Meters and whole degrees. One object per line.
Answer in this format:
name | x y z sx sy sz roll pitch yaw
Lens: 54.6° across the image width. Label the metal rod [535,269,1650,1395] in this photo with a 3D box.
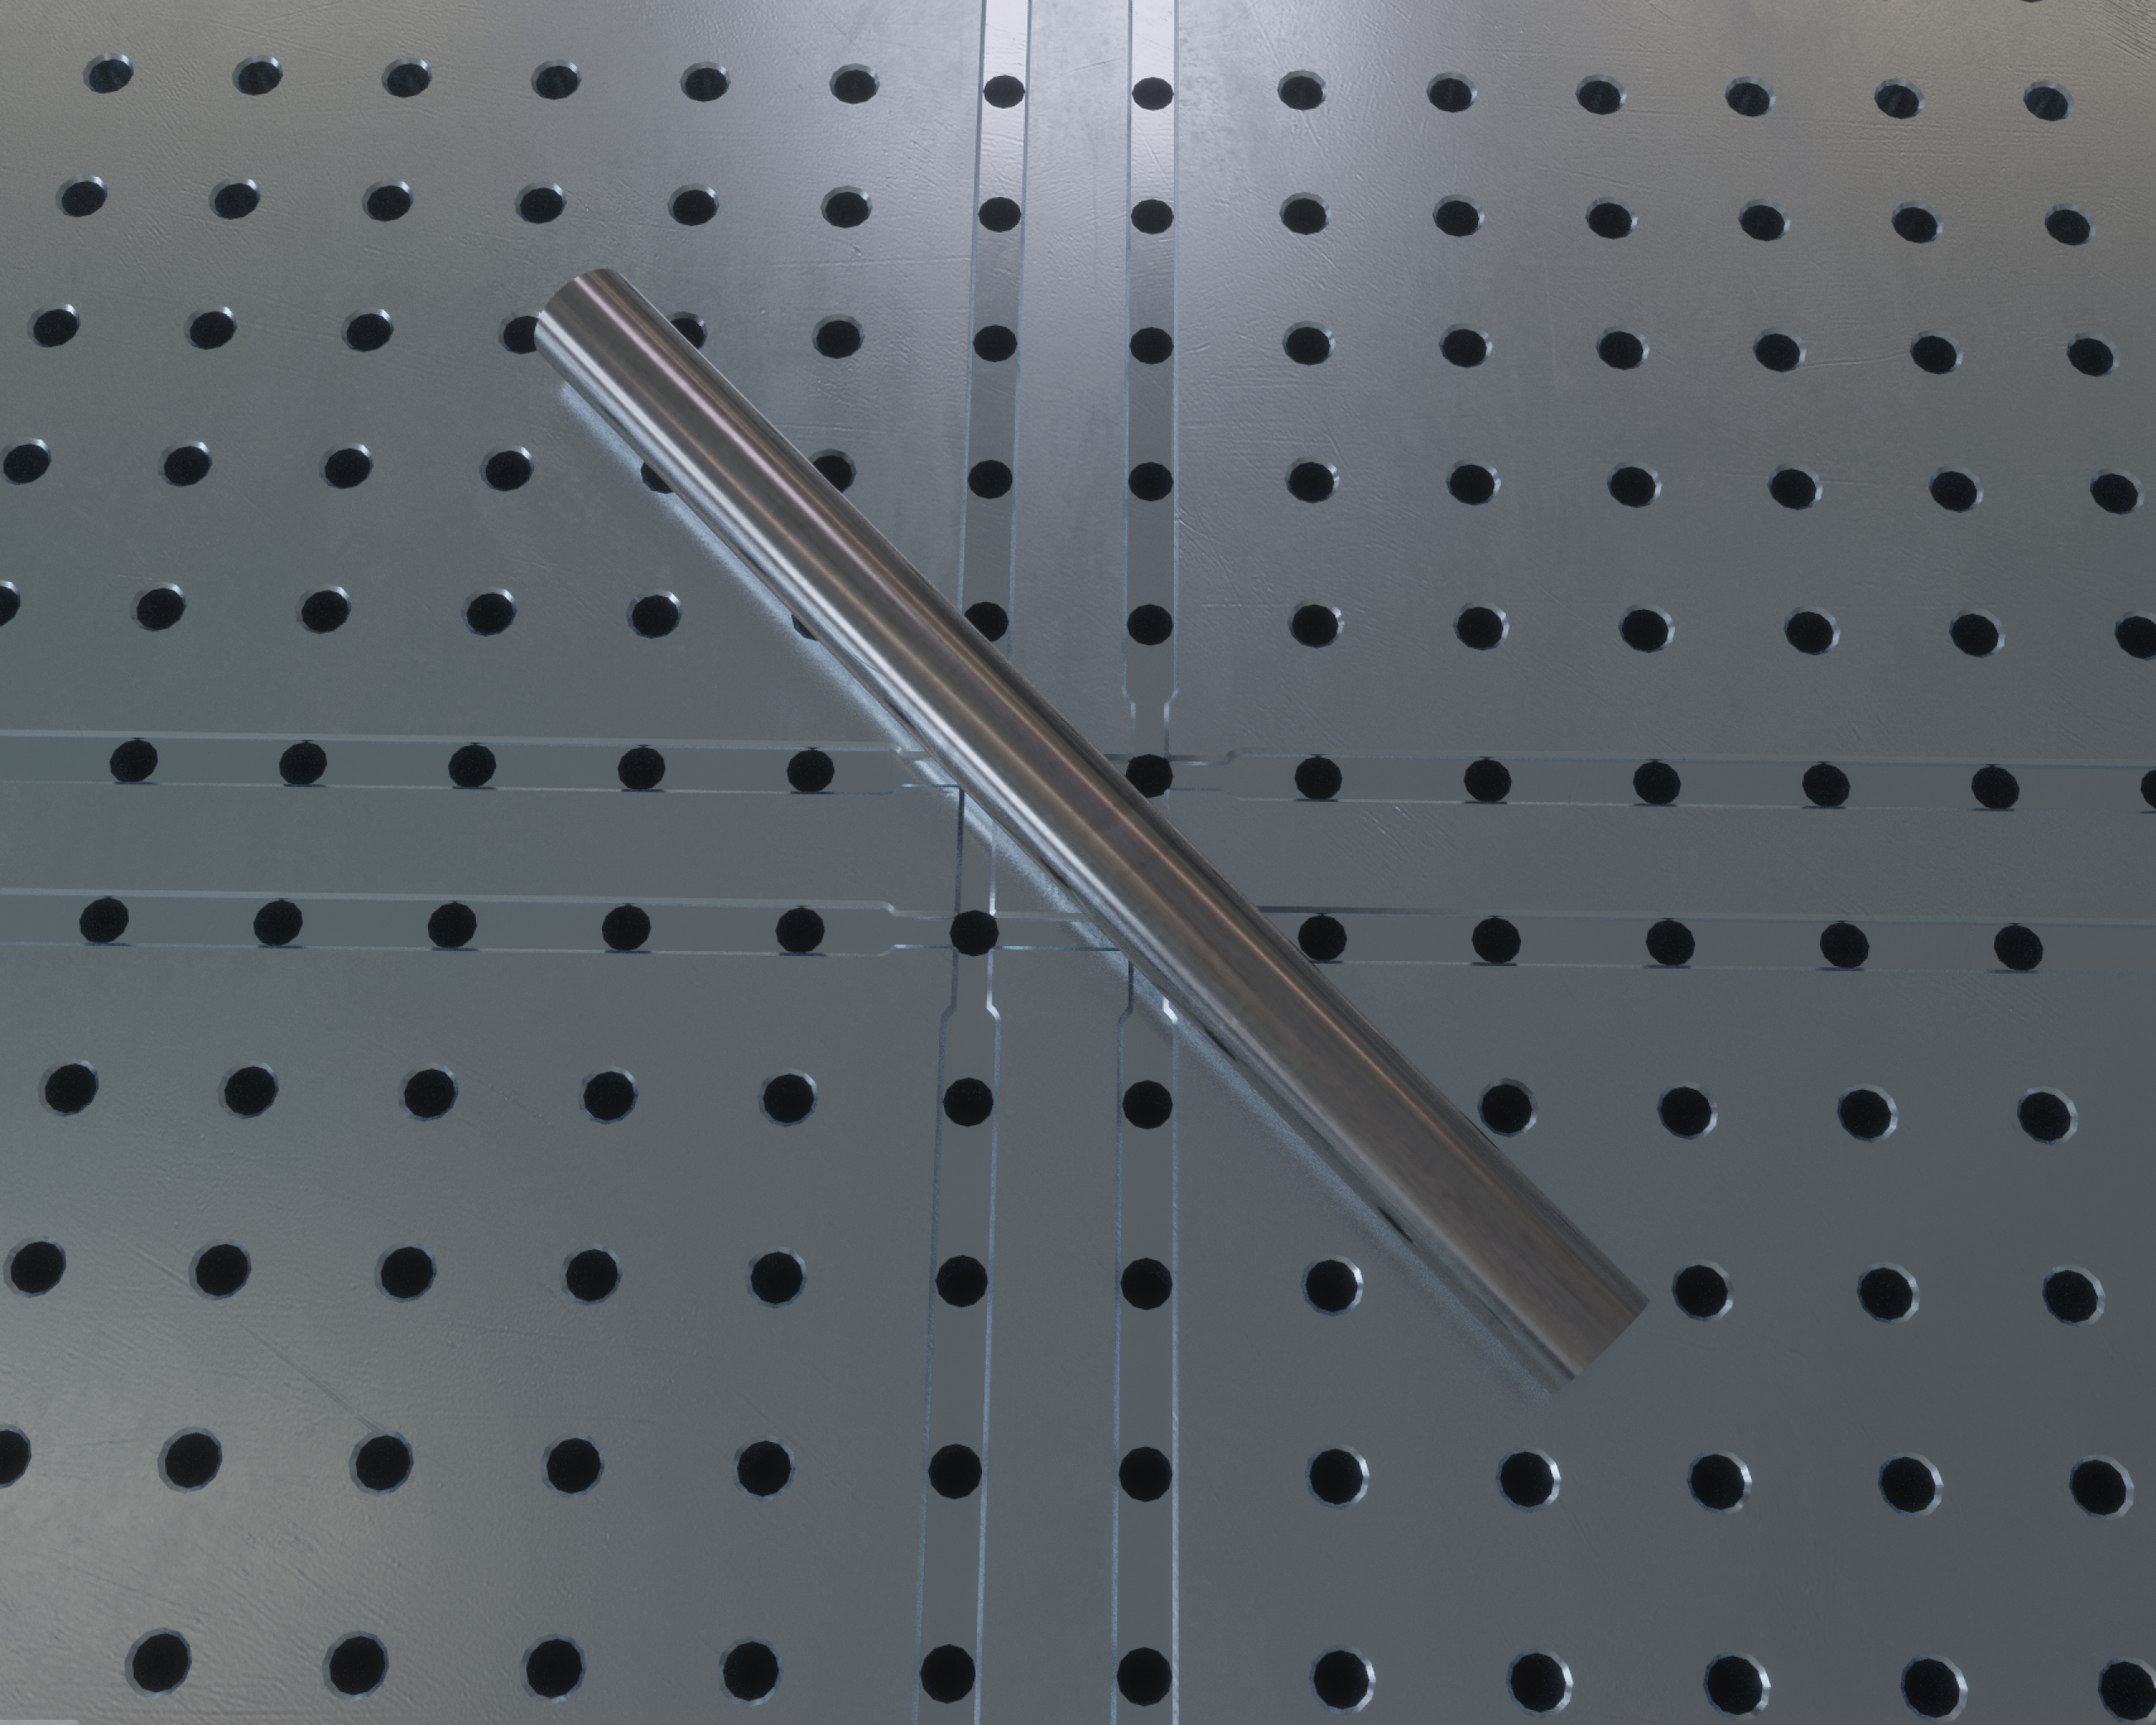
metal rod | -0.006 -0.015 0.418 0.025 0.025 0.300 -41 75 -13
